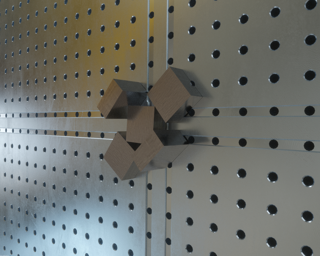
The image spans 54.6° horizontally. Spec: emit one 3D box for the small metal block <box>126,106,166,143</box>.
[{"bbox_3d":[-0.019,-0.004,0.425,0.050,0.025,0.050,5,92,41],"label":"small metal block"}]

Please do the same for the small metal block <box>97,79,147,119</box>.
[{"bbox_3d":[-0.052,-0.040,0.437,0.025,0.050,0.050,51,121,27],"label":"small metal block"}]

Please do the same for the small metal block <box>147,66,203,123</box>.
[{"bbox_3d":[0.018,-0.041,0.396,0.050,0.025,0.050,-48,62,30],"label":"small metal block"}]

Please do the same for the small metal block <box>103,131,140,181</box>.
[{"bbox_3d":[-0.050,0.040,0.451,0.050,0.025,0.050,45,117,30],"label":"small metal block"}]

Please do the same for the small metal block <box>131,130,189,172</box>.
[{"bbox_3d":[0.000,0.028,0.394,0.050,0.050,0.025,-50,60,28],"label":"small metal block"}]
